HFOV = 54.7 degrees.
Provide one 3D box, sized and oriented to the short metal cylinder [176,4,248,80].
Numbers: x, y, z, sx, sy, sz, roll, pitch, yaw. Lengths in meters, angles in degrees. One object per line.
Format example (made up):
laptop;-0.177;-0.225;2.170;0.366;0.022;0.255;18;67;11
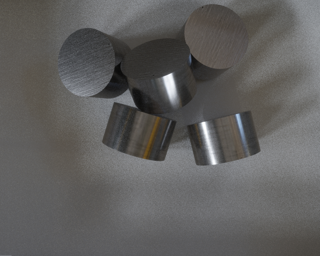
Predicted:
short metal cylinder;0.063;-0.106;0.391;0.081;0.050;0.080;1;83;-12

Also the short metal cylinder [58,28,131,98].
short metal cylinder;-0.078;-0.078;0.385;0.080;0.050;0.079;1;93;22

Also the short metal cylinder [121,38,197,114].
short metal cylinder;0.000;-0.062;0.365;0.080;0.080;0.050;-19;134;0

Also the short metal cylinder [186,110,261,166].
short metal cylinder;0.078;0.012;0.384;0.080;0.080;0.050;-14;90;0

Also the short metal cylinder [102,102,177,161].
short metal cylinder;-0.025;0.004;0.382;0.080;0.080;0.050;17;94;0
